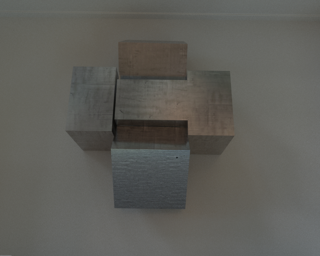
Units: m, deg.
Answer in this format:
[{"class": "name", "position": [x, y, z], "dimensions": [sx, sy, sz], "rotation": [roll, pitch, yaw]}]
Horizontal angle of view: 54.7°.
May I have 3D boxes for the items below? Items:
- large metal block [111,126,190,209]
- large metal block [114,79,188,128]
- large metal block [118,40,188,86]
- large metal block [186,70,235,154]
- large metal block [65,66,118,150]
[{"class": "large metal block", "position": [-0.011, 0.045, 0.355], "dimensions": [0.081, 0.079, 0.050], "rotation": [1, 28, -1]}, {"class": "large metal block", "position": [-0.009, -0.019, 0.386], "dimensions": [0.080, 0.080, 0.050], "rotation": [1, 70, 0]}, {"class": "large metal block", "position": [-0.008, -0.087, 0.404], "dimensions": [0.080, 0.080, 0.050], "rotation": [2, 108, 0]}, {"class": "large metal block", "position": [0.056, -0.016, 0.385], "dimensions": [0.050, 0.080, 0.080], "rotation": [1, 70, 0]}, {"class": "large metal block", "position": [-0.077, -0.021, 0.386], "dimensions": [0.050, 0.080, 0.080], "rotation": [1, 70, 0]}]
